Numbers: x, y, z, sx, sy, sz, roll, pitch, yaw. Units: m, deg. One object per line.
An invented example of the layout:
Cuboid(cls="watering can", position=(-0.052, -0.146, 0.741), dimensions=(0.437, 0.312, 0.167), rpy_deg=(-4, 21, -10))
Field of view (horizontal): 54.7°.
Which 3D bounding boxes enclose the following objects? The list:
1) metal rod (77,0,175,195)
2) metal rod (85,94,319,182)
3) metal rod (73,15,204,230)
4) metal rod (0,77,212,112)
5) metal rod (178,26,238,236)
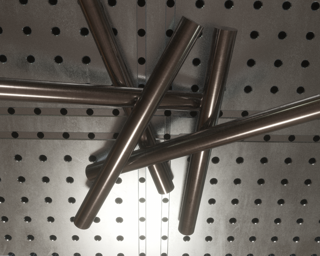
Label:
Cuboid(cls="metal rod", position=(-0.042, -0.043, 0.396), dimensions=(0.025, 0.025, 0.298), rpy_deg=(-19, 109, 6))
Cuboid(cls="metal rod", position=(0.035, 0.020, 0.375), dimensions=(0.300, 0.025, 0.025), rpy_deg=(-18, 110, 23))
Cuboid(cls="metal rod", position=(-0.037, 0.011, 0.370), dimensions=(0.025, 0.025, 0.298), rpy_deg=(27, 112, -10))
Cuboid(cls="metal rod", position=(-0.077, -0.038, 0.359), dimensions=(0.302, 0.025, 0.025), rpy_deg=(2, 111, -17))
Cuboid(cls="metal rod", position=(0.055, 0.024, 0.401), dimensions=(0.025, 0.025, 0.298), rpy_deg=(5, 118, -3))
